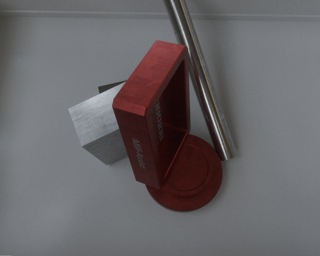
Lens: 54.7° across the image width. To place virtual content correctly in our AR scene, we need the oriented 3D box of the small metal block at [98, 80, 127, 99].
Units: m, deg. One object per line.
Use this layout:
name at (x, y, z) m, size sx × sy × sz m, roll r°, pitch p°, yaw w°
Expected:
small metal block at (-0.050, -0.038, 0.410) m, size 0.050 × 0.050 × 0.025 m, roll -14°, pitch 71°, yaw -5°

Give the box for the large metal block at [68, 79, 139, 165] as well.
large metal block at (-0.049, -0.004, 0.373) m, size 0.080 × 0.080 × 0.050 m, roll -26°, pitch 66°, yaw 0°

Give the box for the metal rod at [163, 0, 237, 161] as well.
metal rod at (0.036, -0.101, 0.379) m, size 0.025 × 0.025 × 0.298 m, roll -21°, pitch 98°, yaw -8°

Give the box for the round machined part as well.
round machined part at (0.029, 0.052, 0.382) m, size 0.099 × 0.042 × 0.098 m, roll 0°, pitch 70°, yaw -1°

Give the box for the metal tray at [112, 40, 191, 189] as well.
metal tray at (0.000, -0.008, 0.311) m, size 0.030 × 0.129 × 0.090 m, roll 16°, pitch 55°, yaw 19°
